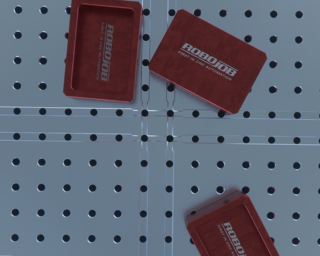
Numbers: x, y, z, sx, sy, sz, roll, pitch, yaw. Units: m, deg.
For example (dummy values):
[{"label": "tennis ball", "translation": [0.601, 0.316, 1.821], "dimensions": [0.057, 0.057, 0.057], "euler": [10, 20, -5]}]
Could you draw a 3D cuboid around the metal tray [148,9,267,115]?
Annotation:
[{"label": "metal tray", "translation": [0.061, -0.085, 0.411], "dimensions": [0.130, 0.030, 0.090], "euler": [28, 90, 0]}]

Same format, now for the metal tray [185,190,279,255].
[{"label": "metal tray", "translation": [0.102, 0.161, 0.411], "dimensions": [0.090, 0.030, 0.130], "euler": [-27, 90, 0]}]

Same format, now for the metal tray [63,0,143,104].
[{"label": "metal tray", "translation": [-0.073, -0.101, 0.410], "dimensions": [0.090, 0.030, 0.129], "euler": [5, 90, 0]}]
